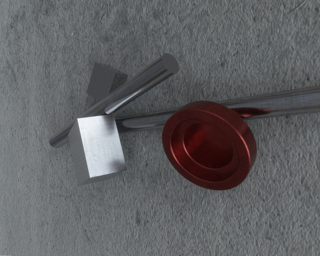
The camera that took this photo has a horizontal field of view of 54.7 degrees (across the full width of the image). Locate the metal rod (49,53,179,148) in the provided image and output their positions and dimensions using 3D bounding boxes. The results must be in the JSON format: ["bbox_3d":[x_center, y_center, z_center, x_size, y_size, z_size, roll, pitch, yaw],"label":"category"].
[{"bbox_3d":[-0.086,-0.024,0.445,0.299,0.025,0.025,-26,74,43],"label":"metal rod"}]

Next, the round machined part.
[{"bbox_3d":[0.055,0.015,0.330,0.098,0.042,0.097,19,128,26],"label":"round machined part"}]

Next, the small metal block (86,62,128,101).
[{"bbox_3d":[-0.081,-0.066,0.469,0.050,0.025,0.050,31,109,35],"label":"small metal block"}]

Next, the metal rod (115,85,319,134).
[{"bbox_3d":[0.054,-0.017,0.359,0.300,0.025,0.025,-6,86,39],"label":"metal rod"}]

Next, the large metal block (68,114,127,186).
[{"bbox_3d":[-0.093,0.034,0.445,0.080,0.050,0.080,-36,66,59],"label":"large metal block"}]
